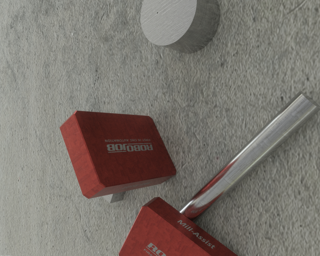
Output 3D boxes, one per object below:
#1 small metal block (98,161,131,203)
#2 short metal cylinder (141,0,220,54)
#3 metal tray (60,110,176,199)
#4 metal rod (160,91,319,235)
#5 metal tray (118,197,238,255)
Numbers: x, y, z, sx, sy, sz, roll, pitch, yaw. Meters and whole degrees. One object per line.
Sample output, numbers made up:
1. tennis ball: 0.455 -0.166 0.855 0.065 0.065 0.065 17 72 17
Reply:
1. small metal block: -0.074 0.076 0.463 0.050 0.025 0.050 31 109 35
2. short metal cylinder: 0.024 -0.133 0.368 0.080 0.050 0.079 0 90 39
3. metal tray: -0.044 0.028 0.370 0.030 0.131 0.090 -37 67 31
4. metal rod: 0.057 0.077 0.356 0.298 0.025 0.025 -51 60 27
5. metal tray: 0.022 0.154 0.358 0.130 0.030 0.089 33 114 19
